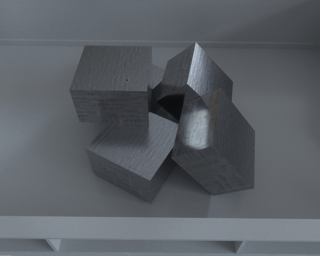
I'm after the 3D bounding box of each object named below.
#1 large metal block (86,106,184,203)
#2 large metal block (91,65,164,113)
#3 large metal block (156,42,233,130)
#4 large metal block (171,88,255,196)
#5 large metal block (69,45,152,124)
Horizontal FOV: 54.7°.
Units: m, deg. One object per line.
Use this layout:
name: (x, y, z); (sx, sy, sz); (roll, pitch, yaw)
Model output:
large metal block: (-0.025, 0.026, 0.361); (0.080, 0.050, 0.080); (24, 54, 18)
large metal block: (-0.042, -0.052, 0.431); (0.080, 0.050, 0.080); (29, 56, 22)
large metal block: (0.048, -0.048, 0.400); (0.080, 0.050, 0.080); (39, 45, -27)
large metal block: (0.063, 0.017, 0.345); (0.050, 0.080, 0.080); (-21, 39, 36)
large metal block: (-0.051, -0.052, 0.363); (0.080, 0.050, 0.080); (1, 49, 2)
